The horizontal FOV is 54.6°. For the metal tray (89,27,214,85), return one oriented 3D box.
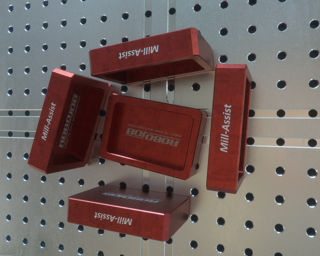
[{"bbox_3d":[-0.008,-0.083,0.381,0.130,0.090,0.030,-7,88,20],"label":"metal tray"}]

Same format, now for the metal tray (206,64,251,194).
[{"bbox_3d":[0.080,0.000,0.350,0.030,0.090,0.129,5,92,20],"label":"metal tray"}]

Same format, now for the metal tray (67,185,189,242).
[{"bbox_3d":[-0.037,0.102,0.392,0.130,0.090,0.030,4,92,20],"label":"metal tray"}]

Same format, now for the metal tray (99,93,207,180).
[{"bbox_3d":[-0.011,0.009,0.413,0.130,0.030,0.090,12,94,19],"label":"metal tray"}]

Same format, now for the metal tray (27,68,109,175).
[{"bbox_3d":[-0.121,-0.008,0.421,0.030,0.090,0.129,19,96,19],"label":"metal tray"}]
